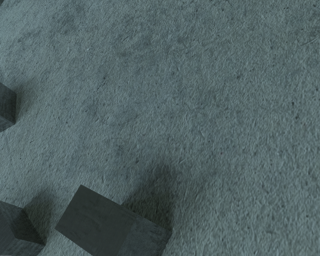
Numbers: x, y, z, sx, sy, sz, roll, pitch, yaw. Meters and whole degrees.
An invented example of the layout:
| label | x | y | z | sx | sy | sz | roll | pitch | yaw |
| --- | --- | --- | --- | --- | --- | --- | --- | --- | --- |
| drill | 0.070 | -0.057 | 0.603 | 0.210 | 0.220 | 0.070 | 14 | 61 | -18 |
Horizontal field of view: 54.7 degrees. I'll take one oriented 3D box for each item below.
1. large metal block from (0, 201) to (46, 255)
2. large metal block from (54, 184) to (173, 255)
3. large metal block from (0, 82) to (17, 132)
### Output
| label | x | y | z | sx | sy | sz | roll | pitch | yaw |
| --- | --- | --- | --- | --- | --- | --- | --- | --- | --- |
| large metal block | -0.211 | 0.154 | 0.404 | 0.080 | 0.050 | 0.080 | 35 | 81 | 38 |
| large metal block | -0.046 | 0.108 | 0.326 | 0.080 | 0.080 | 0.050 | 17 | 71 | 34 |
| large metal block | -0.319 | -0.031 | 0.574 | 0.080 | 0.050 | 0.080 | -26 | 53 | 12 |
